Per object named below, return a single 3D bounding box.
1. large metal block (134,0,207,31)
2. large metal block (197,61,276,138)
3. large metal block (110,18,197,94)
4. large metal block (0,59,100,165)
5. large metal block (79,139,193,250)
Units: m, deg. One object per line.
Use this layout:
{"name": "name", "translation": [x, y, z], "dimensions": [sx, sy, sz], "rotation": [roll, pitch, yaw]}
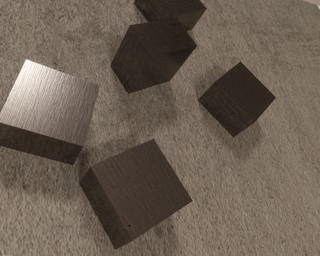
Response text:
{"name": "large metal block", "translation": [0.017, -0.207, 0.525], "dimensions": [0.081, 0.050, 0.080], "rotation": [-29, 78, -38]}
{"name": "large metal block", "translation": [0.120, -0.046, 0.483], "dimensions": [0.080, 0.050, 0.080], "rotation": [47, 51, 4]}
{"name": "large metal block", "translation": [-0.010, -0.099, 0.425], "dimensions": [0.081, 0.080, 0.050], "rotation": [-23, 75, -37]}
{"name": "large metal block", "translation": [-0.118, -0.015, 0.334], "dimensions": [0.081, 0.050, 0.080], "rotation": [19, 54, -18]}
{"name": "large metal block", "translation": [-0.027, 0.069, 0.333], "dimensions": [0.081, 0.050, 0.080], "rotation": [-23, 74, -37]}
